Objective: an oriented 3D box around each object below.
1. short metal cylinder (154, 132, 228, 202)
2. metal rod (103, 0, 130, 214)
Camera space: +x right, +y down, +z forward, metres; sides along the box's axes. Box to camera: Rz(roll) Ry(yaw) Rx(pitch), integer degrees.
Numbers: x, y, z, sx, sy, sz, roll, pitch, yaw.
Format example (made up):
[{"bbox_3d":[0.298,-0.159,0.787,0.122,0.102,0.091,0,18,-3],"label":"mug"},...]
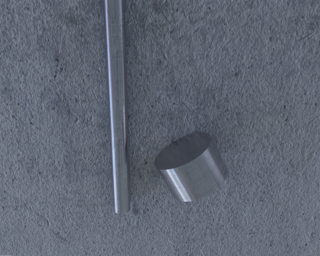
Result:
[{"bbox_3d":[0.040,0.048,0.399,0.080,0.080,0.050,-26,108,9],"label":"short metal cylinder"},{"bbox_3d":[-0.054,-0.022,0.400,0.025,0.025,0.298,0,110,0],"label":"metal rod"}]
